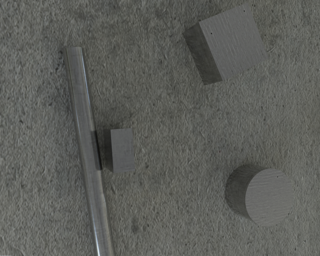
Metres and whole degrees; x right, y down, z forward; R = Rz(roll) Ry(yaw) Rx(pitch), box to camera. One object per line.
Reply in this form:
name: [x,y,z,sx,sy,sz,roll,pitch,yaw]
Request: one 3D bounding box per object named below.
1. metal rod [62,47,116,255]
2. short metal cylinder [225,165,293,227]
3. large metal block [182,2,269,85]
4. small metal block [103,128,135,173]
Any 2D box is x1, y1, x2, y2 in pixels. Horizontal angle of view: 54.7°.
metal rod: [-0.082,0.053,0.378,0.025,0.025,0.298,-9,93,-20]
short metal cylinder: [0.143,0.095,0.448,0.081,0.050,0.079,0,90,-20]
large metal block: [0.090,-0.114,0.429,0.081,0.050,0.080,-27,99,-18]
small metal block: [-0.051,0.025,0.377,0.025,0.050,0.050,-4,92,-20]
